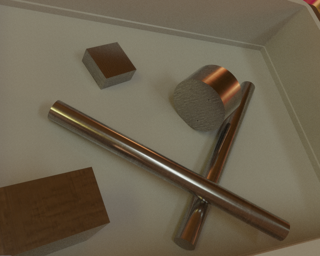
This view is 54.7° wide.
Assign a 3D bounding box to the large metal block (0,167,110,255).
[{"bbox_3d":[-0.100,0.080,0.269,0.081,0.080,0.050,-10,67,-33],"label":"large metal block"}]

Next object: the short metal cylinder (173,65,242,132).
[{"bbox_3d":[0.066,-0.042,0.433,0.080,0.080,0.050,46,51,4],"label":"short metal cylinder"}]

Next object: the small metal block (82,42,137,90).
[{"bbox_3d":[-0.069,-0.086,0.422,0.050,0.025,0.050,-26,76,-37],"label":"small metal block"}]

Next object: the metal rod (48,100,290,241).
[{"bbox_3d":[0.012,0.050,0.358,0.301,0.025,0.025,28,52,-2],"label":"metal rod"}]

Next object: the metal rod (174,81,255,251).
[{"bbox_3d":[0.089,0.029,0.437,0.025,0.025,0.301,36,51,-5],"label":"metal rod"}]
